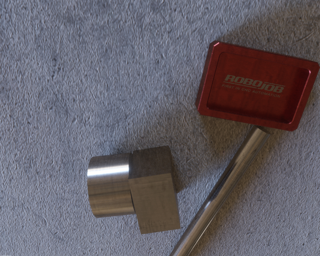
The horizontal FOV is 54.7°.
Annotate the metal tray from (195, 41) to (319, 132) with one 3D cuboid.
[{"bbox_3d":[0.118,-0.052,0.389,0.131,0.030,0.089,10,110,-5],"label":"metal tray"}]

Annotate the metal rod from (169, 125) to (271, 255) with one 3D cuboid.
[{"bbox_3d":[0.069,0.127,0.457,0.025,0.025,0.298,25,108,-10],"label":"metal rod"}]

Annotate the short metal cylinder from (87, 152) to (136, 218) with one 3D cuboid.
[{"bbox_3d":[-0.059,0.075,0.407,0.050,0.080,0.079,-7,110,2],"label":"short metal cylinder"}]

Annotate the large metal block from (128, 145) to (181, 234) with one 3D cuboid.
[{"bbox_3d":[-0.006,0.079,0.409,0.050,0.080,0.079,-9,110,3],"label":"large metal block"}]
